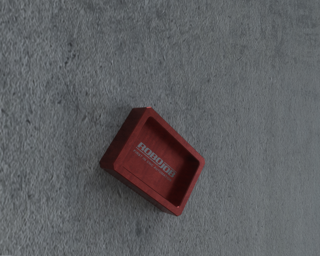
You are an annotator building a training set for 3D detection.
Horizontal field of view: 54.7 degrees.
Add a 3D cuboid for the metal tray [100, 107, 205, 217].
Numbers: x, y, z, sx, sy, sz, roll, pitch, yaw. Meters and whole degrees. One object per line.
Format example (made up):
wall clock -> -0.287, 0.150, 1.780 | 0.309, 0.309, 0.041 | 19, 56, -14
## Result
metal tray -> -0.003, 0.045, 0.402 | 0.130, 0.030, 0.090 | 43, 64, -32
